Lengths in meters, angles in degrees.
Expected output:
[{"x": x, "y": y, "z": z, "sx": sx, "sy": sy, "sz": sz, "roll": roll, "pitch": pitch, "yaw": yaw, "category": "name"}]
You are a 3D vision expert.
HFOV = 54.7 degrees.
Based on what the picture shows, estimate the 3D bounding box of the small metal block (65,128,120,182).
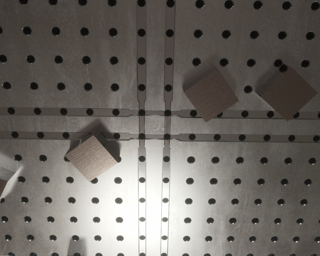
[{"x": -0.092, "y": 0.038, "z": 0.426, "sx": 0.050, "sy": 0.025, "sz": 0.050, "roll": -34, "pitch": 107, "yaw": 11, "category": "small metal block"}]

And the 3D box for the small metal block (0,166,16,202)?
[{"x": -0.243, "y": 0.078, "z": 0.439, "sx": 0.050, "sy": 0.025, "sz": 0.050, "roll": 28, "pitch": 107, "yaw": -11, "category": "small metal block"}]

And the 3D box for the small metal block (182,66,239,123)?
[{"x": 0.065, "y": -0.044, "z": 0.398, "sx": 0.050, "sy": 0.025, "sz": 0.050, "roll": -34, "pitch": 107, "yaw": 11, "category": "small metal block"}]

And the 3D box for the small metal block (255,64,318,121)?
[{"x": 0.162, "y": -0.046, "z": 0.399, "sx": 0.050, "sy": 0.025, "sz": 0.050, "roll": 39, "pitch": 105, "yaw": -14, "category": "small metal block"}]
